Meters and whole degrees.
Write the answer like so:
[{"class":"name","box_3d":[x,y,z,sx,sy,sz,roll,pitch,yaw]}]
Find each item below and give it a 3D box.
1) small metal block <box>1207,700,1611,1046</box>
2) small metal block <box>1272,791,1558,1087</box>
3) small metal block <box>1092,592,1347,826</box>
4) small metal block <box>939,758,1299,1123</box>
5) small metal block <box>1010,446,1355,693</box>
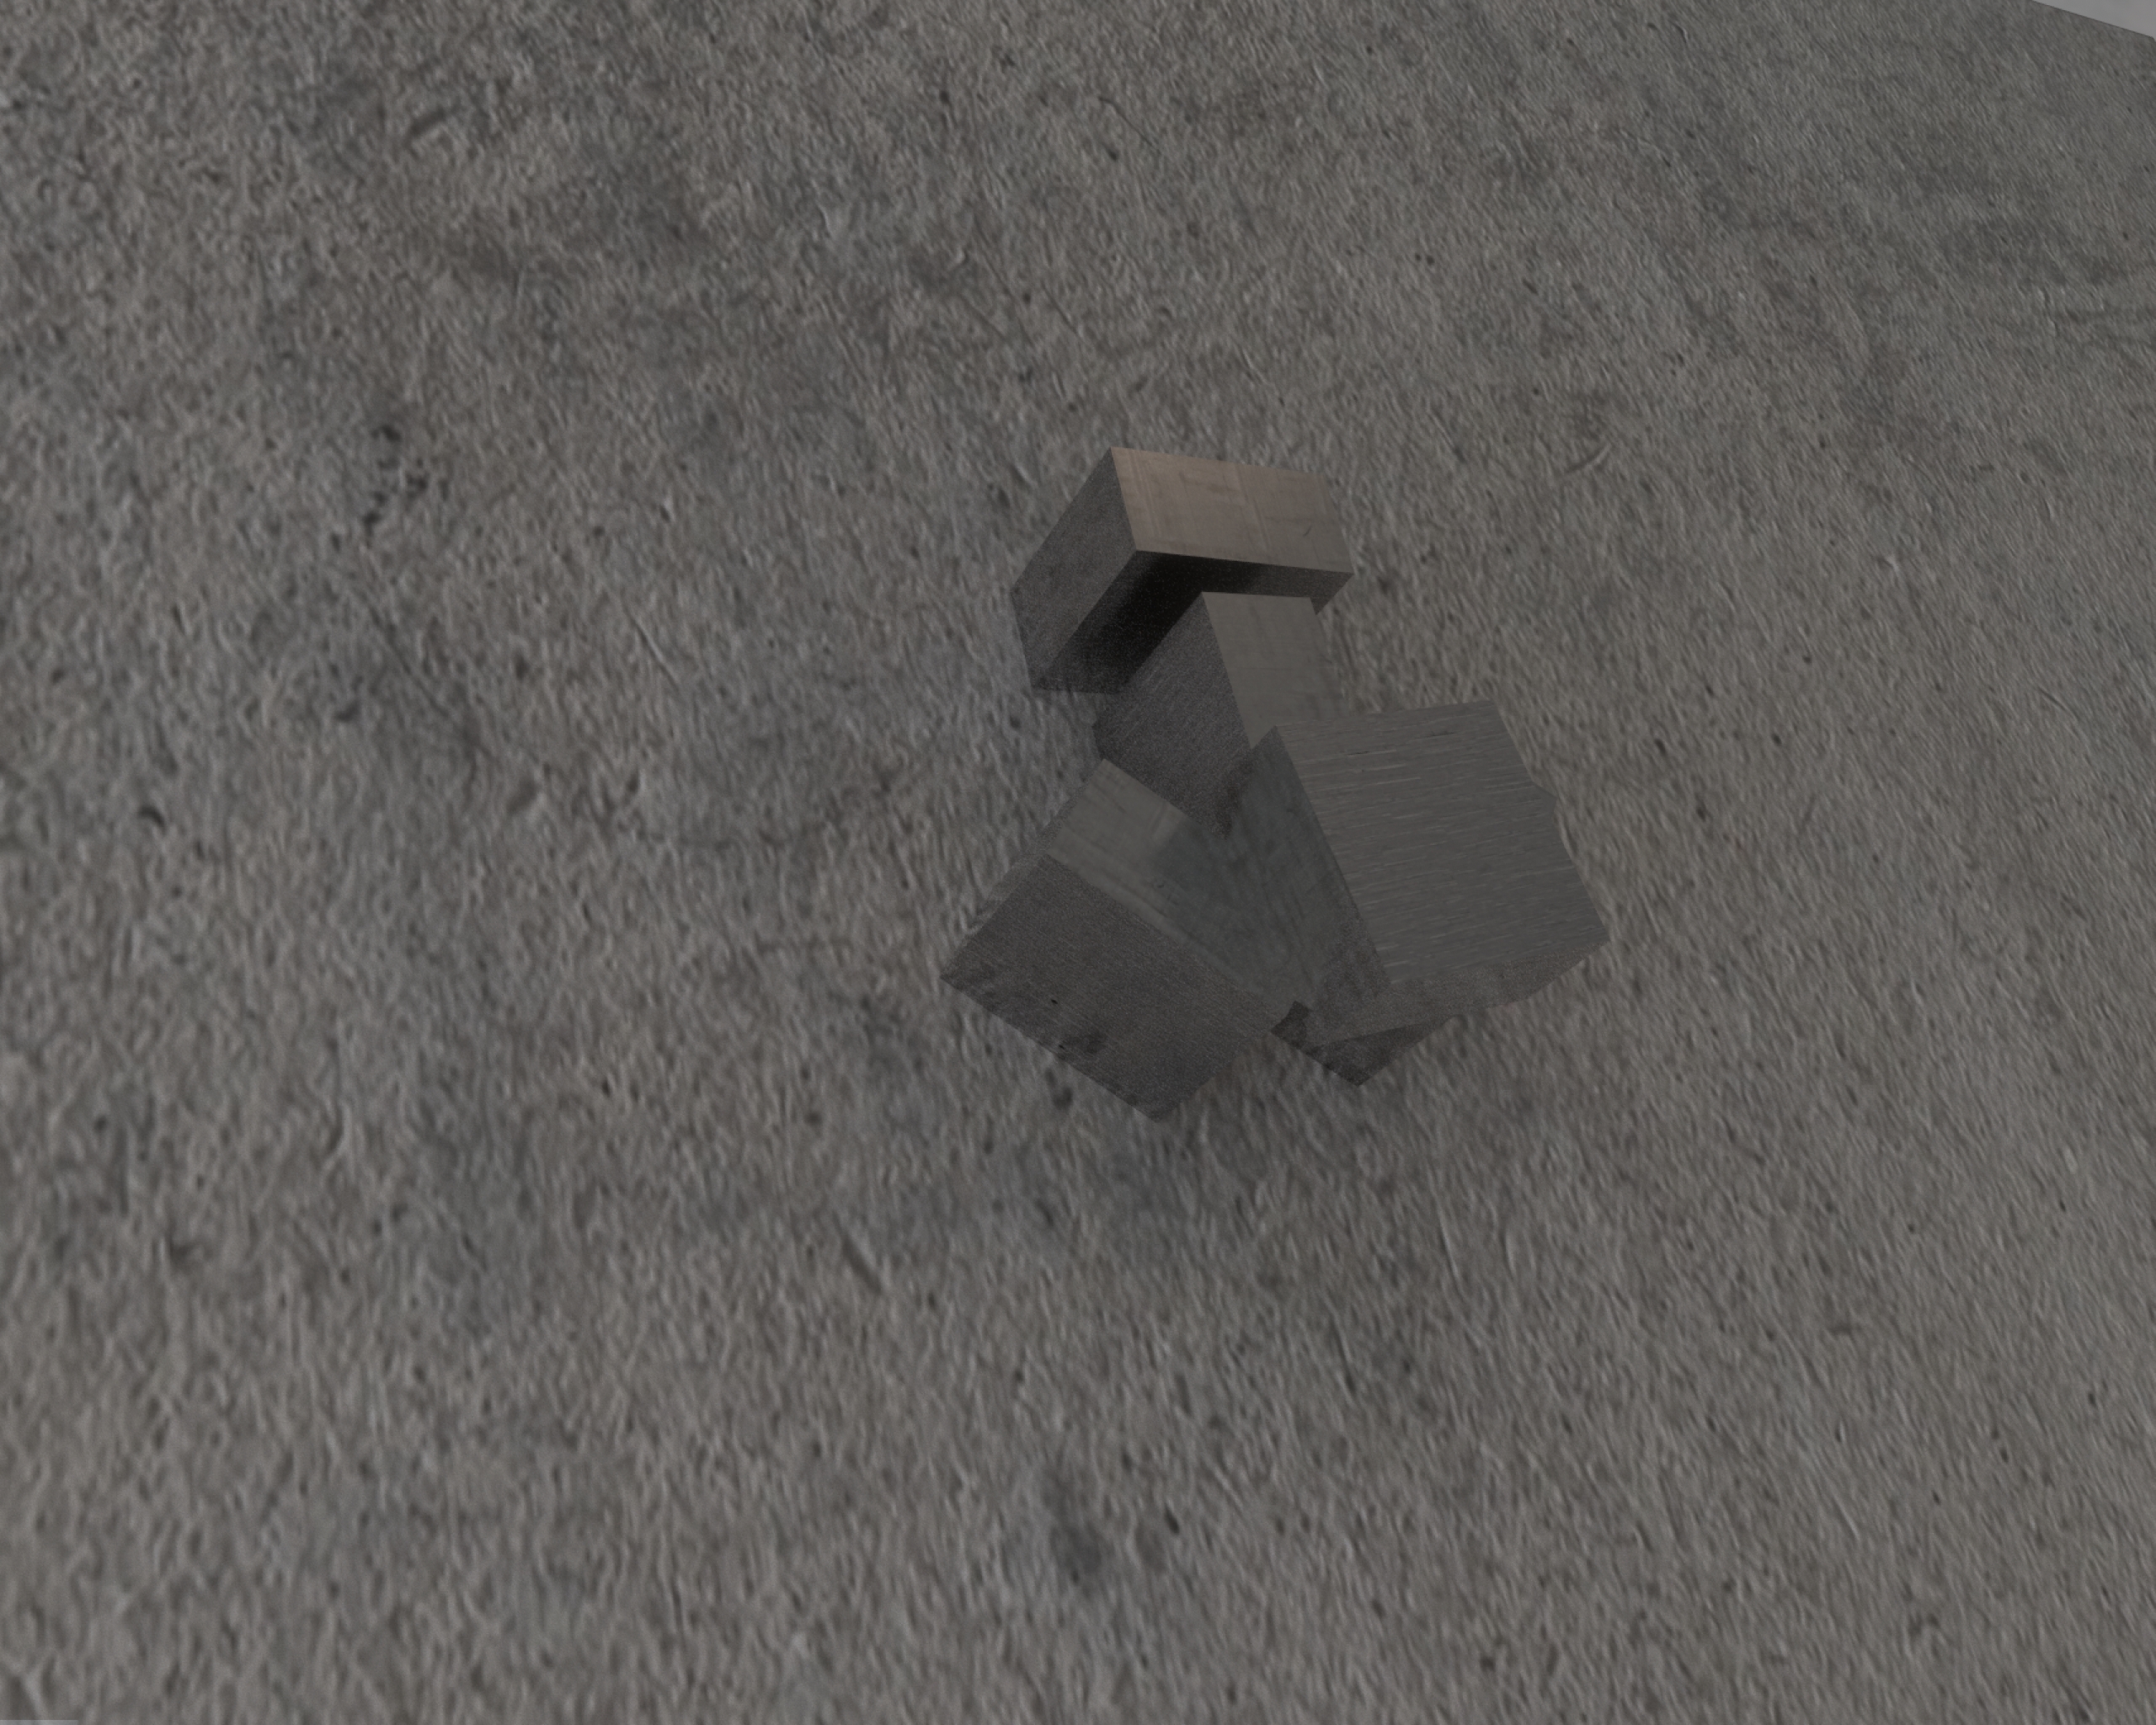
[{"class":"small metal block","box_3d":[0.058,0.001,0.370,0.050,0.025,0.050,-9,66,-32]},{"class":"small metal block","box_3d":[0.066,0.010,0.417,0.025,0.050,0.050,33,52,-7]},{"class":"small metal block","box_3d":[0.030,-0.018,0.415,0.025,0.050,0.050,-1,62,-29]},{"class":"small metal block","box_3d":[0.010,0.016,0.383,0.050,0.050,0.025,34,51,-6]},{"class":"small metal block","box_3d":[0.021,-0.058,0.434,0.050,0.050,0.025,2,61,-28]}]
